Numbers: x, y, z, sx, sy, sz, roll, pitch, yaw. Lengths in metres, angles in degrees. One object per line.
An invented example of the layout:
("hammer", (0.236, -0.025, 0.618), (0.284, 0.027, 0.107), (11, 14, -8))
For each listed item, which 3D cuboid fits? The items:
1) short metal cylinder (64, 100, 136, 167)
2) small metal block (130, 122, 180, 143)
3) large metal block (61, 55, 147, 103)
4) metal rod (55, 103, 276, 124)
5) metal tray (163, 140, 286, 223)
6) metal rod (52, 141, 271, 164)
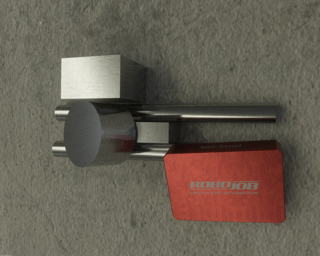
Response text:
("short metal cylinder", (-0.076, 0.007, 0.385), (0.080, 0.050, 0.080), (-2, 87, 43))
("small metal block", (-0.005, 0.005, 0.397), (0.050, 0.050, 0.025), (1, 91, 19))
("large metal block", (-0.070, -0.060, 0.405), (0.080, 0.080, 0.050), (1, 91, 19))
("metal rod", (-0.006, -0.020, 0.412), (0.301, 0.025, 0.025), (1, 90, 19))
("metal tray", (0.076, 0.064, 0.365), (0.130, 0.030, 0.089), (-4, 106, 18))
("metal rod", (-0.011, 0.031, 0.413), (0.301, 0.025, 0.025), (0, 90, 19))
